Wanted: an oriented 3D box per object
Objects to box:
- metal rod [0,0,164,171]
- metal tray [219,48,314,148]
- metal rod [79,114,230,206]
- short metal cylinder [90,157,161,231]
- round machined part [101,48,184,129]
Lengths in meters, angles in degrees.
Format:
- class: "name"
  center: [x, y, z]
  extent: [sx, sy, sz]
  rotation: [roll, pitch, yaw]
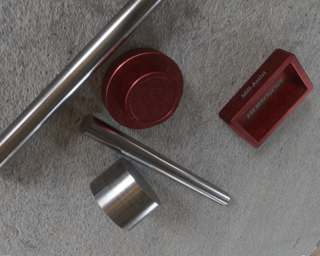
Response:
- class: "metal rod"
  center: [-0.087, -0.057, 0.323]
  extent: [0.300, 0.025, 0.025]
  rotation: [-45, 129, 3]
- class: "metal tray"
  center: [0.161, -0.041, 0.466]
  extent: [0.130, 0.030, 0.090]
  rotation: [-49, 129, 6]
- class: "metal rod"
  center: [0.013, 0.060, 0.450]
  extent: [0.301, 0.025, 0.025]
  rotation: [33, 100, -39]
- class: "short metal cylinder"
  center: [-0.044, 0.084, 0.400]
  extent: [0.050, 0.080, 0.080]
  rotation: [-40, 130, -1]
- class: "round machined part"
  center: [-0.015, -0.040, 0.363]
  extent: [0.099, 0.042, 0.097]
  rotation: [-14, 124, -21]
